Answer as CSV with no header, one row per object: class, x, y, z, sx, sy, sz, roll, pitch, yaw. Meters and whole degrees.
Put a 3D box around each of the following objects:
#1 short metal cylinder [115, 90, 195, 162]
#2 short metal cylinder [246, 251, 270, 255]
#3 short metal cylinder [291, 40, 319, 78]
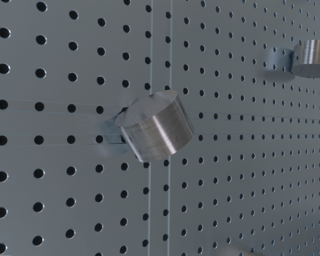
short metal cylinder,-0.006,-0.004,0.368,0.080,0.080,0.050,-42,116,-32
short metal cylinder,0.182,0.265,0.545,0.081,0.050,0.079,0,90,-40
short metal cylinder,0.316,-0.140,0.637,0.081,0.080,0.050,17,79,-39
